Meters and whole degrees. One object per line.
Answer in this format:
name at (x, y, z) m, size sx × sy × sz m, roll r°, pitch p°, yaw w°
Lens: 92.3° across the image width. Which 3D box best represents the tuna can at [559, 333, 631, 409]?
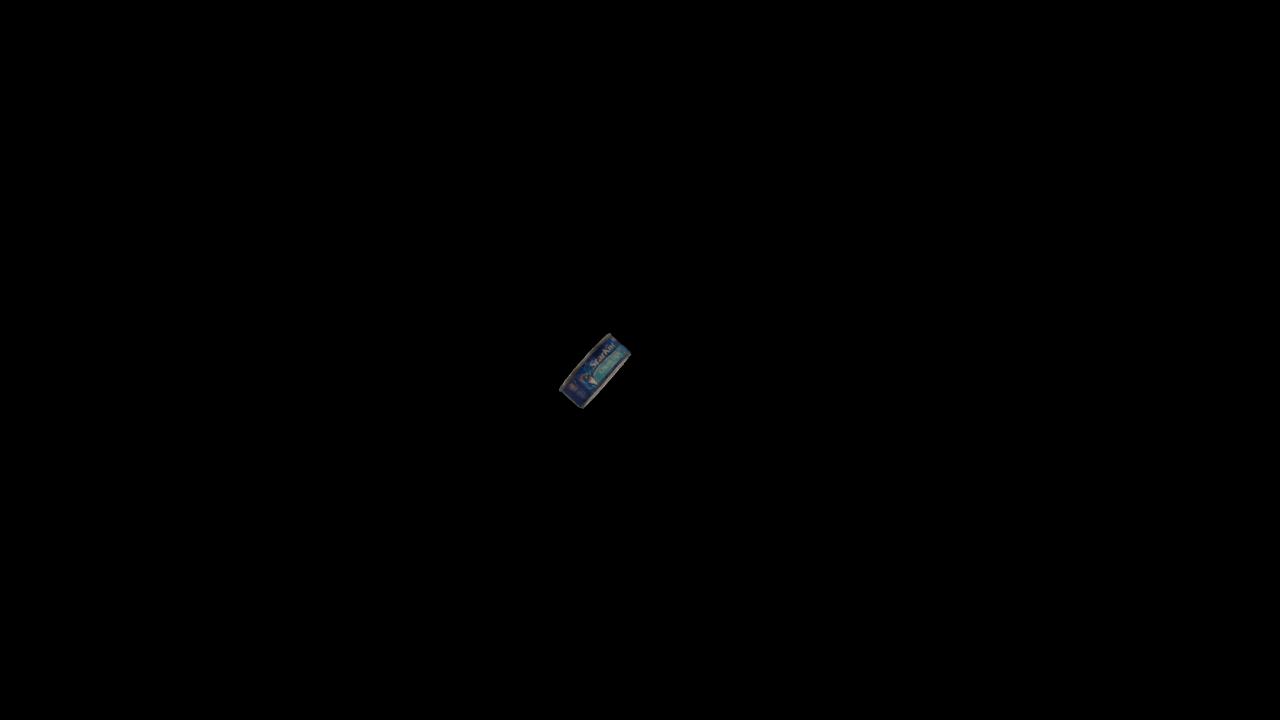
tuna can at (-0.048, 0.013, 0.668) m, size 0.034 × 0.084 × 0.084 m, roll 41°, pitch 1°, yaw 1°
